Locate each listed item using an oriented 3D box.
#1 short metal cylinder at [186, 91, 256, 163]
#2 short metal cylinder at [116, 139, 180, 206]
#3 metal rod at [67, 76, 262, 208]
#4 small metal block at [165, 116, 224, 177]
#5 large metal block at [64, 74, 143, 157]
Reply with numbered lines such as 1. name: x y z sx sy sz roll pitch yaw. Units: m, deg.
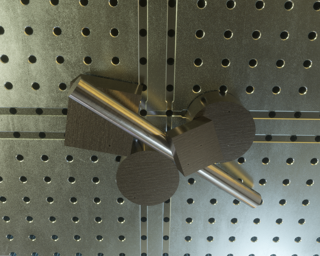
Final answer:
1. short metal cylinder: 0.075 -0.002 0.396 0.081 0.050 0.079 0 110 0
2. short metal cylinder: -0.015 0.056 0.417 0.081 0.050 0.079 0 110 0
3. metal rod: 0.025 0.031 0.384 0.301 0.025 0.025 33 107 -27
4. small metal block: 0.039 0.020 0.357 0.050 0.025 0.050 -23 109 -11
5. large metal block: -0.069 -0.017 0.387 0.081 0.050 0.079 10 110 -4
